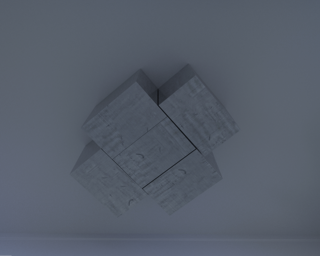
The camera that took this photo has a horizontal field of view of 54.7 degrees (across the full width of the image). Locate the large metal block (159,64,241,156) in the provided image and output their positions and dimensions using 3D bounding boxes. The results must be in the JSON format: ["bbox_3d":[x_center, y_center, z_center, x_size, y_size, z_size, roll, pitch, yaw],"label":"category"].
[{"bbox_3d":[0.044,-0.025,0.373,0.050,0.080,0.080,-39,106,13],"label":"large metal block"}]

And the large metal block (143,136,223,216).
[{"bbox_3d":[0.026,0.052,0.401,0.080,0.080,0.050,-38,106,12],"label":"large metal block"}]

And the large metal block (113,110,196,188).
[{"bbox_3d":[-0.007,0.016,0.387,0.080,0.080,0.050,-38,106,12],"label":"large metal block"}]

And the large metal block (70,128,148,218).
[{"bbox_3d":[-0.059,0.053,0.400,0.050,0.080,0.080,-39,106,13],"label":"large metal block"}]

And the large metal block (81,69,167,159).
[{"bbox_3d":[-0.039,-0.020,0.373,0.080,0.080,0.050,-38,106,12],"label":"large metal block"}]
